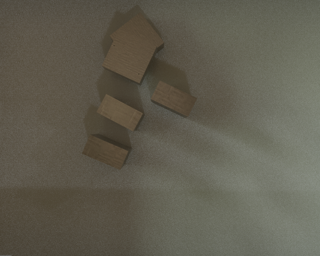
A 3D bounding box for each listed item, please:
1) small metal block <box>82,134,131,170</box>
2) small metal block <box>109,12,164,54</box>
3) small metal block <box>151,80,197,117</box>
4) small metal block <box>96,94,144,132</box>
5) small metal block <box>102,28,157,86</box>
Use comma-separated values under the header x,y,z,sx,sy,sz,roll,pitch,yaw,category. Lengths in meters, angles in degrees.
x,y,z,sx,sy,sz,roll,pitch,yaw,category
-0.066,0.029,0.398,0.050,0.050,0.025,23,90,-1,small metal block
-0.030,-0.115,0.411,0.050,0.025,0.050,-38,90,0,small metal block
0.017,-0.036,0.399,0.050,0.050,0.025,25,90,-1,small metal block
-0.049,-0.019,0.398,0.050,0.050,0.025,28,90,-1,small metal block
-0.037,-0.087,0.386,0.050,0.025,0.050,25,90,-1,small metal block
